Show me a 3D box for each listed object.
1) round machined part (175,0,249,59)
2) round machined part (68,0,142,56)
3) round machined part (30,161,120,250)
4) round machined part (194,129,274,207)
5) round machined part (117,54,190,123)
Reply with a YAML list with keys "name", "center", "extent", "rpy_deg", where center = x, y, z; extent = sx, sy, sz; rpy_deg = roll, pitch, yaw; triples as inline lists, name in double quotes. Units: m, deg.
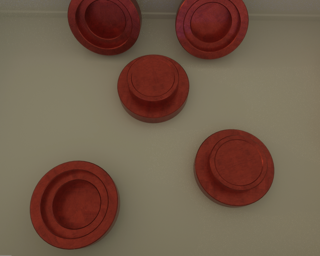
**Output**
- name: "round machined part"
  center: [0.071, -0.151, 0.436]
  extent: [0.099, 0.097, 0.042]
  rpy_deg: [2, 34, 1]
- name: "round machined part"
  center: [-0.074, -0.155, 0.434]
  extent: [0.099, 0.097, 0.042]
  rpy_deg: [4, 41, 1]
- name: "round machined part"
  center: [-0.096, 0.091, 0.367]
  extent: [0.099, 0.042, 0.098]
  rpy_deg: [0, 70, 0]
- name: "round machined part"
  center: [0.093, 0.047, 0.384]
  extent: [0.099, 0.042, 0.098]
  rpy_deg: [0, 70, 0]
- name: "round machined part"
  center: [-0.009, -0.059, 0.422]
  extent: [0.099, 0.042, 0.098]
  rpy_deg: [0, 70, 0]
